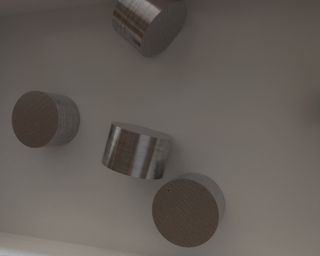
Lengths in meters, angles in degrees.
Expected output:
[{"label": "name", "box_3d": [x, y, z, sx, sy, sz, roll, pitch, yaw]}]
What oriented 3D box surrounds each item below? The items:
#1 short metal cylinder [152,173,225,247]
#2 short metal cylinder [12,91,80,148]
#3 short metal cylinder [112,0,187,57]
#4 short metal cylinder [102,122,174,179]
[{"label": "short metal cylinder", "box_3d": [0.037, 0.099, 0.384, 0.080, 0.050, 0.079, 0, 90, 19]}, {"label": "short metal cylinder", "box_3d": [-0.166, -0.012, 0.454, 0.080, 0.050, 0.079, 0, 90, 19]}, {"label": "short metal cylinder", "box_3d": [-0.012, -0.136, 0.385, 0.050, 0.080, 0.080, 44, 103, 14]}, {"label": "short metal cylinder", "box_3d": [-0.028, 0.027, 0.390, 0.080, 0.080, 0.050, 17, 96, 19]}]
